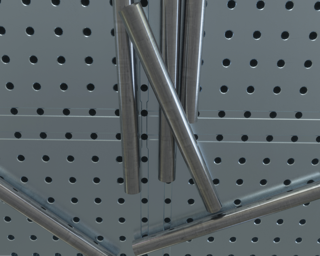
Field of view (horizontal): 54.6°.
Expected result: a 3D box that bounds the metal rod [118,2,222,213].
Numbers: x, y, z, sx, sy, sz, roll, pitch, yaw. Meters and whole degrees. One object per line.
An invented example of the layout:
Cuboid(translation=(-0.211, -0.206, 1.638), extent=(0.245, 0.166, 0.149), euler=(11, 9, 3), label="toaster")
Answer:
Cuboid(translation=(0.024, -0.004, 0.387), extent=(0.025, 0.025, 0.299), euler=(-21, 118, 7), label="metal rod")

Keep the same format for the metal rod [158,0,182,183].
Cuboid(translation=(0.011, -0.069, 0.387), extent=(0.025, 0.025, 0.298), euler=(1, 110, 0), label="metal rod")

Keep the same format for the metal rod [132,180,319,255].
Cuboid(translation=(0.102, 0.136, 0.463), extent=(0.301, 0.025, 0.025), euler=(-20, 109, 7), label="metal rod")

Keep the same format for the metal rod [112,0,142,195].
Cuboid(translation=(-0.041, -0.051, 0.394), extent=(0.025, 0.025, 0.298), euler=(-1, 110, 0), label="metal rod")

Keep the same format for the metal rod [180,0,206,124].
Cuboid(translation=(0.041, -0.150, 0.358), extent=(0.025, 0.025, 0.298), euler=(1, 110, -1), label="metal rod")

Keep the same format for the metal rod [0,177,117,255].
Cuboid(translation=(-0.185, 0.123, 0.457), extent=(0.300, 0.025, 0.025), euler=(40, 105, -14), label="metal rod")
